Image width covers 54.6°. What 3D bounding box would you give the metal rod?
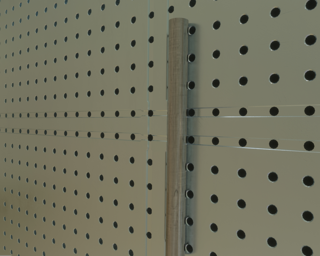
[{"bbox_3d":[0.021,0.014,0.392,0.025,0.025,0.298,1,91,40],"label":"metal rod"}]
